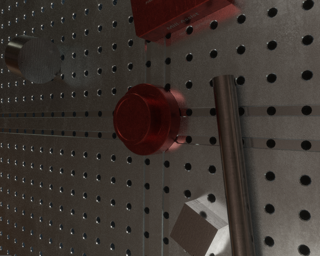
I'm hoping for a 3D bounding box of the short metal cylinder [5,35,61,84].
[{"bbox_3d":[-0.228,-0.124,0.558,0.050,0.081,0.079,21,103,38],"label":"short metal cylinder"}]

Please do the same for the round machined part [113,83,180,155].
[{"bbox_3d":[-0.025,-0.012,0.417,0.098,0.042,0.097,0,90,39],"label":"round machined part"}]

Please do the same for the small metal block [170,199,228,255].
[{"bbox_3d":[0.046,0.122,0.370,0.050,0.025,0.050,33,111,34],"label":"small metal block"}]

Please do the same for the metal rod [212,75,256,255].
[{"bbox_3d":[0.086,0.091,0.337,0.025,0.025,0.298,-9,84,39],"label":"metal rod"}]

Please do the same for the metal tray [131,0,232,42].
[{"bbox_3d":[0.020,-0.175,0.388,0.130,0.030,0.090,-15,81,38],"label":"metal tray"}]
